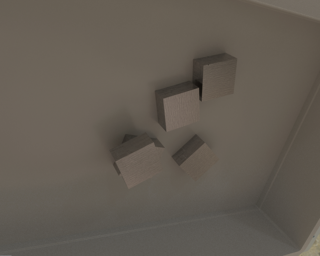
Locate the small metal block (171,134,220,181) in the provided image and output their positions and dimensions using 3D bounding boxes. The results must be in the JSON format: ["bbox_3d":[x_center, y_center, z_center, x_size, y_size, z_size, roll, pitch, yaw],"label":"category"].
[{"bbox_3d":[0.054,0.046,0.469,0.050,0.025,0.050,-43,130,1],"label":"small metal block"}]

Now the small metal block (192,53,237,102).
[{"bbox_3d":[0.071,-0.067,0.408,0.050,0.025,0.050,-15,125,-20],"label":"small metal block"}]

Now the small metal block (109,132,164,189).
[{"bbox_3d":[-0.029,0.041,0.388,0.050,0.025,0.050,-27,128,-12],"label":"small metal block"}]

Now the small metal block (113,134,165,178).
[{"bbox_3d":[-0.029,0.039,0.419,0.050,0.025,0.050,10,113,-33],"label":"small metal block"}]

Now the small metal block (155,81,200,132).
[{"bbox_3d":[0.024,-0.029,0.406,0.050,0.025,0.050,-19,126,-18],"label":"small metal block"}]
